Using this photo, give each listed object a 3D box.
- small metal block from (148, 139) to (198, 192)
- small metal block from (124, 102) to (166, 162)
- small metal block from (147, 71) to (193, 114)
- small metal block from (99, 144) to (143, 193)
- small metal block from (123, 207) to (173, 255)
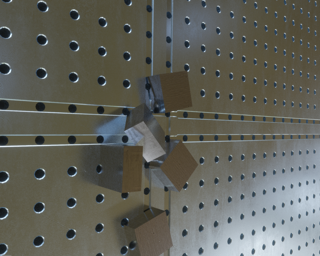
[{"bbox_3d":[0.019,0.051,0.424,0.050,0.025,0.050,-51,120,-28],"label":"small metal block"},{"bbox_3d":[-0.017,0.005,0.376,0.050,0.025,0.050,56,15,-25],"label":"small metal block"},{"bbox_3d":[0.014,-0.049,0.420,0.050,0.025,0.050,-16,100,-39],"label":"small metal block"},{"bbox_3d":[-0.045,0.044,0.354,0.025,0.050,0.050,4,88,-40],"label":"small metal block"},{"bbox_3d":[-0.015,0.137,0.396,0.050,0.025,0.050,-20,103,-38],"label":"small metal block"}]
